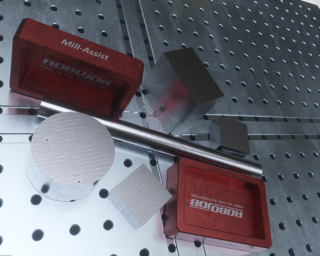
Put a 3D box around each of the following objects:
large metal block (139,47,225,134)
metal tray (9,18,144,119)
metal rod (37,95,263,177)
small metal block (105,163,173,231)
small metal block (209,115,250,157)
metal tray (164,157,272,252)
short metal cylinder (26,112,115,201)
[{"bbox_3d":[0.026,-0.048,0.418,0.050,0.080,0.080,-20,73,-36],"label":"large metal block"},{"bbox_3d":[-0.095,-0.059,0.350,0.131,0.090,0.030,17,55,-19],"label":"metal tray"},{"bbox_3d":[0.002,0.019,0.397,0.302,0.025,0.025,18,55,-18],"label":"metal rod"},{"bbox_3d":[-0.023,0.077,0.349,0.050,0.025,0.050,48,51,5],"label":"small metal block"},{"bbox_3d":[0.101,0.015,0.453,0.050,0.025,0.050,16,55,-19],"label":"small metal block"},{"bbox_3d":[0.073,0.096,0.384,0.131,0.030,0.090,17,55,-19],"label":"metal tray"},{"bbox_3d":[-0.093,0.030,0.322,0.081,0.050,0.080,14,56,-21],"label":"short metal cylinder"}]
